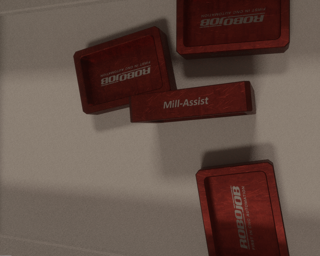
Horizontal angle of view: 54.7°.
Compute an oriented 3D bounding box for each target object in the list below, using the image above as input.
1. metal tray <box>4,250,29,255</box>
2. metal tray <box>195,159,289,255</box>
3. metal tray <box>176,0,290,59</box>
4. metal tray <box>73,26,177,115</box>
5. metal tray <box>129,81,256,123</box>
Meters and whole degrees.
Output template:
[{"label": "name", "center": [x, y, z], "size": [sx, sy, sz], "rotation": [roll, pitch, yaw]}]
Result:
[{"label": "metal tray", "center": [-0.217, 0.271, 0.484], "size": [0.090, 0.030, 0.129], "rotation": [16, 95, 19]}, {"label": "metal tray", "center": [0.099, 0.108, 0.372], "size": [0.090, 0.030, 0.129], "rotation": [-10, 87, 19]}, {"label": "metal tray", "center": [0.087, -0.135, 0.376], "size": [0.130, 0.030, 0.089], "rotation": [0, 90, 19]}, {"label": "metal tray", "center": [-0.049, -0.075, 0.423], "size": [0.130, 0.030, 0.089], "rotation": [-12, 86, 19]}, {"label": "metal tray", "center": [0.041, -0.026, 0.360], "size": [0.130, 0.090, 0.030], "rotation": [-5, 89, 19]}]
